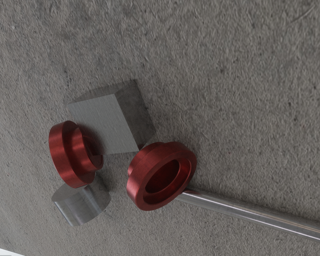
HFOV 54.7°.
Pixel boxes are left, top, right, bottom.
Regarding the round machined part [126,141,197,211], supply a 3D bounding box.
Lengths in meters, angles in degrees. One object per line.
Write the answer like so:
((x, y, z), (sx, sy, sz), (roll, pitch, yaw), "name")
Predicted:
((-0.002, 0.057, 0.404), (0.042, 0.099, 0.097), (42, 136, 36), "round machined part")

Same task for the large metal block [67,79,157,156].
((-0.063, -0.013, 0.416), (0.080, 0.050, 0.080), (-8, 114, 32), "large metal block")

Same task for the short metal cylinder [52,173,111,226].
((-0.128, 0.114, 0.510), (0.080, 0.080, 0.050), (-16, 110, 34), "short metal cylinder")

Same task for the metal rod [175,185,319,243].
((0.137, 0.116, 0.406), (0.301, 0.025, 0.025), (12, 124, 21), "metal rod")

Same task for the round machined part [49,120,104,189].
((-0.115, 0.034, 0.450), (0.042, 0.098, 0.098), (-20, 111, 6), "round machined part")
